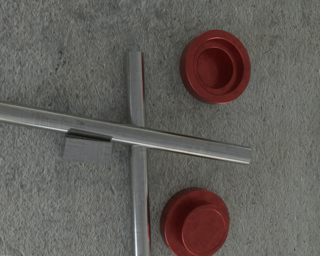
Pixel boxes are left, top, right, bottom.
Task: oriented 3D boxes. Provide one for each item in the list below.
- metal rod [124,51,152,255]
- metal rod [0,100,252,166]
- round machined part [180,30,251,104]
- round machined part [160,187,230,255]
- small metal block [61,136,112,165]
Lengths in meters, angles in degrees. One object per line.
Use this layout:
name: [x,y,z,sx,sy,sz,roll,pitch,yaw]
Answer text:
metal rod: [-0.027,0.053,0.399,0.025,0.025,0.298,-2,91,-20]
metal rod: [-0.034,0.009,0.371,0.302,0.025,0.025,11,87,-10]
round machined part: [0.072,-0.081,0.427,0.099,0.042,0.097,0,90,-20]
round machined part: [0.053,0.133,0.420,0.099,0.042,0.097,0,90,-20]
small metal block: [-0.087,0.026,0.364,0.050,0.050,0.025,8,88,-20]
